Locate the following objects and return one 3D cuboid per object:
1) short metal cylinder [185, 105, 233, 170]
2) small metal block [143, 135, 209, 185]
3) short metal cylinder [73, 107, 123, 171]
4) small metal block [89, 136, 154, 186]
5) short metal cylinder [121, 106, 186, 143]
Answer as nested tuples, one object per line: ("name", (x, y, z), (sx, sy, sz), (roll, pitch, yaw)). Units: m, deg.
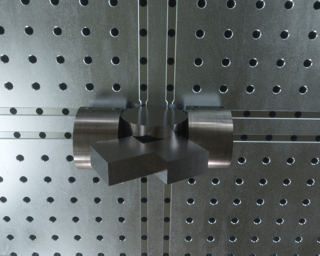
("short metal cylinder", (0.058, 0.012, 0.388), (0.050, 0.080, 0.079), (1, 110, 0))
("small metal block", (0.016, 0.032, 0.330), (0.050, 0.050, 0.025), (-11, 113, -29))
("short metal cylinder", (-0.073, 0.013, 0.388), (0.050, 0.080, 0.079), (1, 110, 0))
("small metal block", (-0.040, 0.032, 0.325), (0.050, 0.050, 0.025), (-11, 114, -30))
("short metal cylinder", (-0.007, 0.008, 0.386), (0.081, 0.080, 0.050), (1, 110, -1))
